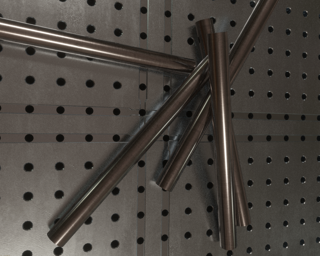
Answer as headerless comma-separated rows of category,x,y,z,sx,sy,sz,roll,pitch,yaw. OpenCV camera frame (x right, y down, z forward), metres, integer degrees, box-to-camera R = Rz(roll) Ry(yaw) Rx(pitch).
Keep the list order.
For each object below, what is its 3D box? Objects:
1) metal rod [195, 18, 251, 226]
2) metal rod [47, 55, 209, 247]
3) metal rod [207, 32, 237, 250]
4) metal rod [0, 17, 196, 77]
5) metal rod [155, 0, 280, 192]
metal rod,0.092,-0.005,0.448,0.025,0.025,0.298,-14,95,-20
metal rod,-0.026,0.022,0.392,0.025,0.025,0.300,44,80,-15
metal rod,0.084,0.029,0.410,0.025,0.025,0.298,-13,108,-20
metal rod,-0.097,-0.100,0.377,0.302,0.025,0.025,7,88,-20
metal rod,0.079,-0.051,0.417,0.025,0.025,0.299,30,90,-18
